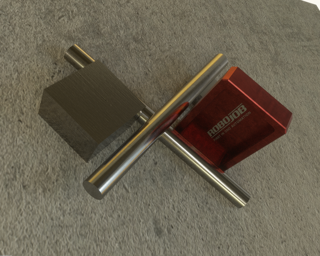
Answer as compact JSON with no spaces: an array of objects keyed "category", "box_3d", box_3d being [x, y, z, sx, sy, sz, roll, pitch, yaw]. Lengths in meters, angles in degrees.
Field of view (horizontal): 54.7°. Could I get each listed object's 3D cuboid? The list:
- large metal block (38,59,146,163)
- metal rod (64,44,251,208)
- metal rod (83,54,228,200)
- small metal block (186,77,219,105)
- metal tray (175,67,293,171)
[{"category":"large metal block","box_3d":[-0.078,-0.021,0.359,0.080,0.050,0.080,45,51,3]},{"category":"metal rod","box_3d":[-0.003,-0.002,0.407,0.300,0.025,0.025,41,51,-1]},{"category":"metal rod","box_3d":[0.015,-0.023,0.397,0.025,0.025,0.301,43,51,1]},{"category":"small metal block","box_3d":[0.066,-0.058,0.478,0.050,0.025,0.050,46,51,3]},{"category":"metal tray","box_3d":[0.083,-0.004,0.386,0.090,0.129,0.030,40,51,-1]}]
